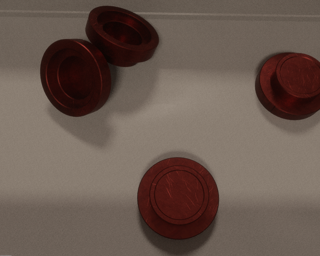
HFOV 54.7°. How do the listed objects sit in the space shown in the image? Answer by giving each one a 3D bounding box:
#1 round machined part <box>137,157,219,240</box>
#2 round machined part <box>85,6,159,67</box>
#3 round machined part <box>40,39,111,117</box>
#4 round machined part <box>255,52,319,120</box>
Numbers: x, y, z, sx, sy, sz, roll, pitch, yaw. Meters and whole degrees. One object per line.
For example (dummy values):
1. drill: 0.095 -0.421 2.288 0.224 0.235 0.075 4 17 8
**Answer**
1. round machined part: 0.022 0.082 0.371 0.099 0.042 0.098 0 70 -1
2. round machined part: -0.054 -0.122 0.430 0.099 0.042 0.098 16 44 -16
3. round machined part: -0.104 -0.067 0.406 0.098 0.042 0.097 8 109 24
4. round machined part: 0.186 -0.063 0.426 0.099 0.042 0.098 0 70 -1
